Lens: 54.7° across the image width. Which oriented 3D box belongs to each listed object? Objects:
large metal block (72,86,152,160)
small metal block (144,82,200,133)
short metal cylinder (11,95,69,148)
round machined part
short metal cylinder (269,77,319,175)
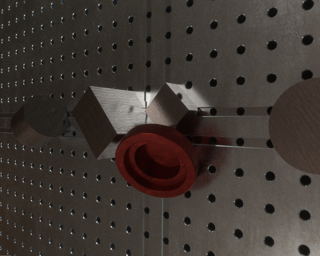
[{"bbox_3d":[-0.059,-0.007,0.420,0.050,0.081,0.080,-48,62,29],"label":"large metal block"},{"bbox_3d":[0.015,-0.022,0.396,0.050,0.025,0.050,-51,60,27],"label":"small metal block"},{"bbox_3d":[-0.210,-0.011,0.544,0.050,0.081,0.080,-31,71,35],"label":"short metal cylinder"},{"bbox_3d":[-0.001,0.035,0.377,0.098,0.042,0.097,9,126,13],"label":"round machined part"},{"bbox_3d":[0.145,-0.002,0.273,0.080,0.050,0.079,0,90,39],"label":"short metal cylinder"}]
